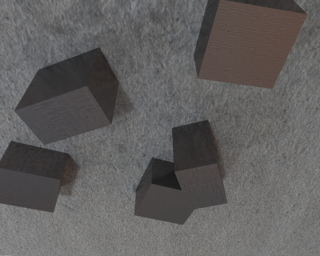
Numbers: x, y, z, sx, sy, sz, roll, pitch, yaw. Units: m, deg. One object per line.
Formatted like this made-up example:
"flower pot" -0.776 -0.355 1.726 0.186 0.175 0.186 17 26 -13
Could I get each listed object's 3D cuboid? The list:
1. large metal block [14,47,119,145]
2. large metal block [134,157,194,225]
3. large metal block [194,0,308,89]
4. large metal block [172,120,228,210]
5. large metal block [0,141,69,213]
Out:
"large metal block" -0.096 -0.036 0.339 0.080 0.080 0.050 -16 128 13
"large metal block" 0.012 0.099 0.475 0.081 0.050 0.079 15 129 -13
"large metal block" 0.085 -0.092 0.314 0.081 0.050 0.079 7 130 -7
"large metal block" 0.052 0.049 0.414 0.050 0.080 0.080 -13 129 10
"large metal block" -0.185 0.073 0.450 0.081 0.050 0.079 14 129 -13
